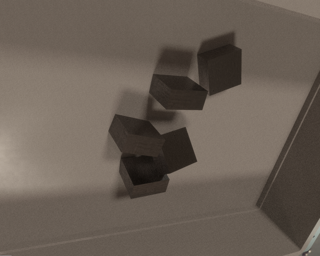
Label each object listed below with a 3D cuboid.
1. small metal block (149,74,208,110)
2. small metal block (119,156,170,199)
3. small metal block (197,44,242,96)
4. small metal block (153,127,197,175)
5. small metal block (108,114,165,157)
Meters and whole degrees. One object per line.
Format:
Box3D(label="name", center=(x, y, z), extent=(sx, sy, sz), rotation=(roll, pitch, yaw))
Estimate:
Box3D(label="small metal block", center=(0.022, -0.044, 0.379), extent=(0.050, 0.050, 0.025), rotation=(-1, 119, -29))
Box3D(label="small metal block", center=(-0.022, 0.064, 0.420), extent=(0.050, 0.050, 0.025), rotation=(-6, 130, -26))
Box3D(label="small metal block", center=(0.079, -0.076, 0.406), extent=(0.050, 0.025, 0.050), rotation=(-21, 127, -16))
Box3D(label="small metal block", center=(0.017, 0.030, 0.414), extent=(0.050, 0.025, 0.050), rotation=(-17, 88, -38))
Box3D(label="small metal block", center=(-0.030, 0.009, 0.383), extent=(0.050, 0.050, 0.025), rotation=(12, 112, -34))
